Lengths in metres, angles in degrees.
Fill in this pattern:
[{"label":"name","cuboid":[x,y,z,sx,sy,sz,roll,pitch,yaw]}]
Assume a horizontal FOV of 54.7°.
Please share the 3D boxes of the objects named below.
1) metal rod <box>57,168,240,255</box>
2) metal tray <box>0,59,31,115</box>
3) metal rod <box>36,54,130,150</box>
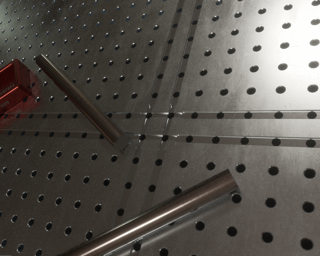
[{"label":"metal rod","cuboid":[-0.050,0.126,0.355,0.301,0.025,0.025,-29,52,9]},{"label":"metal tray","cuboid":[-0.320,-0.069,0.611,0.130,0.030,0.090,-31,52,7]},{"label":"metal rod","cuboid":[-0.142,-0.056,0.514,0.025,0.025,0.300,-46,52,-4]}]
